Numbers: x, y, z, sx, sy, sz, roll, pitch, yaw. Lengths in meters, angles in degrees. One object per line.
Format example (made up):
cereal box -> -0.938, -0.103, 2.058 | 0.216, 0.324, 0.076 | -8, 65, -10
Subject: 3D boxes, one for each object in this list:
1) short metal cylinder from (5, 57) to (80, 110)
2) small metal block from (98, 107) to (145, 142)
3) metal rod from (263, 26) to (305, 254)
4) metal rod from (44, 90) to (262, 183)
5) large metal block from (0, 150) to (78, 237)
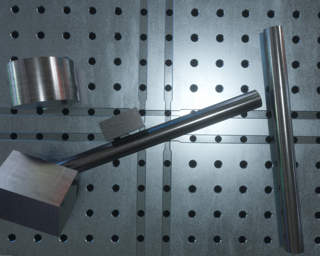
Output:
short metal cylinder -> -0.145, -0.053, 0.384 | 0.081, 0.080, 0.050 | -8, 90, 0
small metal block -> -0.047, -0.005, 0.400 | 0.050, 0.050, 0.025 | -23, 90, 0
metal rod -> 0.166, 0.015, 0.415 | 0.025, 0.025, 0.298 | -6, 90, -1
metal rod -> -0.011, 0.012, 0.413 | 0.302, 0.025, 0.025 | -20, 90, -1
large metal block -> -0.150, 0.082, 0.378 | 0.080, 0.079, 0.050 | 18, 45, -1
